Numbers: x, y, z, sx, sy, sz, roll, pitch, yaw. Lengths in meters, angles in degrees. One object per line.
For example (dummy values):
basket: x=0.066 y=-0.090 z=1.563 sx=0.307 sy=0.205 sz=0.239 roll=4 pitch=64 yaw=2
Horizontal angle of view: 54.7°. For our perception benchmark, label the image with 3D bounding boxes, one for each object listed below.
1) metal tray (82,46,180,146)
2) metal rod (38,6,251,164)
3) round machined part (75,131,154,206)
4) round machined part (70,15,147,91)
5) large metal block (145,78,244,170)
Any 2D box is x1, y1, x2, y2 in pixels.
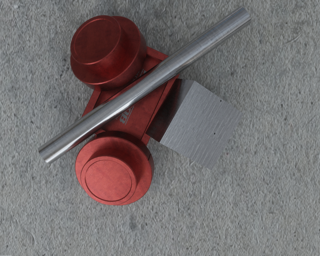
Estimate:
metal tray: x=-0.037 y=-0.043 z=0.408 sx=0.090 sy=0.030 sz=0.129 roll=25 pitch=90 yaw=0
metal rod: x=-0.018 y=-0.053 z=0.382 sx=0.301 sy=0.025 sz=0.025 roll=-35 pitch=90 yaw=0
round machined part: x=-0.058 y=0.056 z=0.385 sx=0.099 sy=0.042 sz=0.097 roll=2 pitch=111 yaw=6
round machined part: x=-0.070 y=-0.098 z=0.382 sx=0.098 sy=0.042 sz=0.098 roll=-7 pitch=68 yaw=19
large metal block: x=0.042 y=-0.005 z=0.385 sx=0.080 sy=0.050 sz=0.080 roll=29 pitch=89 yaw=-25
